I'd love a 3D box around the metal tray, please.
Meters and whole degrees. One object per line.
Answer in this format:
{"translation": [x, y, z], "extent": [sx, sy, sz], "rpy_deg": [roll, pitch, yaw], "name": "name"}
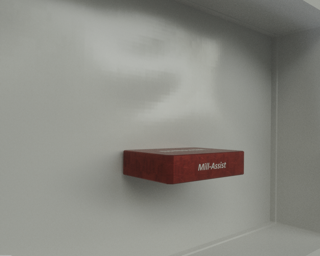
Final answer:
{"translation": [0.031, 0.043, 0.389], "extent": [0.131, 0.090, 0.030], "rpy_deg": [1, 90, -40], "name": "metal tray"}
